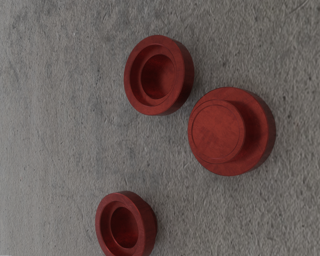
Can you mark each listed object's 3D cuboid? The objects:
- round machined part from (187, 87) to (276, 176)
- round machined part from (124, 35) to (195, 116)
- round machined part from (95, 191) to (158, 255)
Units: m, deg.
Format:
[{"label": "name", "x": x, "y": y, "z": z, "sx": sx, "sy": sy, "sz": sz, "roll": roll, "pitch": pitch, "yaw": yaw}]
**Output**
[{"label": "round machined part", "x": 0.069, "y": 0.004, "z": 0.337, "sx": 0.098, "sy": 0.042, "sz": 0.097, "roll": 0, "pitch": 90, "yaw": 40}, {"label": "round machined part", "x": 0.003, "y": -0.064, "z": 0.391, "sx": 0.098, "sy": 0.042, "sz": 0.097, "roll": 0, "pitch": 90, "yaw": 40}, {"label": "round machined part", "x": -0.042, "y": 0.136, "z": 0.429, "sx": 0.098, "sy": 0.042, "sz": 0.097, "roll": 0, "pitch": 90, "yaw": 40}]
